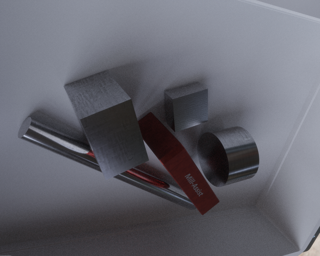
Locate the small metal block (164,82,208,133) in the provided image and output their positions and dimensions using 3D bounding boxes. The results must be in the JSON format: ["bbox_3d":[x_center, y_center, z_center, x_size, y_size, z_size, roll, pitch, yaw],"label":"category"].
[{"bbox_3d":[0.035,-0.028,0.409,0.050,0.025,0.050,-19,126,-18],"label":"small metal block"}]

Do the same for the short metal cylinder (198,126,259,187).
[{"bbox_3d":[0.097,0.041,0.452,0.050,0.080,0.079,-11,123,-22],"label":"short metal cylinder"}]

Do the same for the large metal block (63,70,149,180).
[{"bbox_3d":[-0.059,-0.005,0.337,0.050,0.080,0.080,-24,128,-14],"label":"large metal block"}]

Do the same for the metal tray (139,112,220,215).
[{"bbox_3d":[0.022,0.048,0.407,0.030,0.090,0.130,-38,130,-4],"label":"metal tray"}]

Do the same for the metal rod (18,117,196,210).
[{"bbox_3d":[-0.044,0.062,0.422,0.301,0.025,0.025,32,100,-39],"label":"metal rod"}]
